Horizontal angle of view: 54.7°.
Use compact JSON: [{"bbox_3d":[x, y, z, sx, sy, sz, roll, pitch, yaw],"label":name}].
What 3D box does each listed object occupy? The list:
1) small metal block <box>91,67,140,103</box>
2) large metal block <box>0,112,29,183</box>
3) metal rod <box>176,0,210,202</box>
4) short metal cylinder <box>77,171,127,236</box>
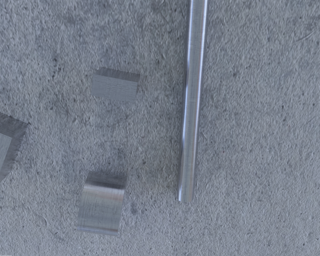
[{"bbox_3d":[-0.052,-0.053,0.376,0.050,0.050,0.025,10,110,-4],"label":"small metal block"},{"bbox_3d":[-0.231,0.021,0.401,0.080,0.050,0.080,24,108,-9],"label":"large metal block"},{"bbox_3d":[0.041,-0.039,0.395,0.025,0.025,0.298,2,110,-1],"label":"metal rod"},{"bbox_3d":[-0.076,0.101,0.417,0.050,0.080,0.079,9,110,-4],"label":"short metal cylinder"}]
